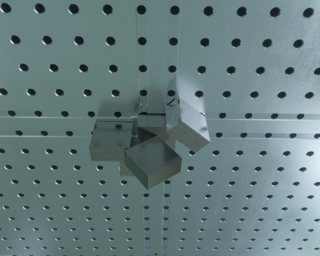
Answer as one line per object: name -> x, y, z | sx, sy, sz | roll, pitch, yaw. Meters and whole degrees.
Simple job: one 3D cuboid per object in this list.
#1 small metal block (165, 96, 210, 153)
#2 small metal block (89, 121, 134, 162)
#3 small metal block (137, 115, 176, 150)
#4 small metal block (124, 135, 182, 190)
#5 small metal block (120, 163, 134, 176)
small metal block -> 0.034, -0.005, 0.391 | 0.050, 0.050, 0.025 | 35, 121, -26
small metal block -> -0.062, 0.017, 0.409 | 0.050, 0.050, 0.025 | 2, 131, -1
small metal block -> -0.004, 0.009, 0.419 | 0.050, 0.025, 0.050 | 0, 130, -2
small metal block -> -0.009, 0.042, 0.384 | 0.050, 0.050, 0.025 | -25, 138, -29
small metal block -> -0.027, 0.048, 0.432 | 0.050, 0.050, 0.025 | 1, 99, -1
